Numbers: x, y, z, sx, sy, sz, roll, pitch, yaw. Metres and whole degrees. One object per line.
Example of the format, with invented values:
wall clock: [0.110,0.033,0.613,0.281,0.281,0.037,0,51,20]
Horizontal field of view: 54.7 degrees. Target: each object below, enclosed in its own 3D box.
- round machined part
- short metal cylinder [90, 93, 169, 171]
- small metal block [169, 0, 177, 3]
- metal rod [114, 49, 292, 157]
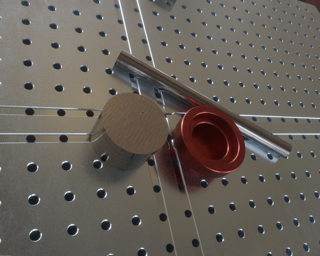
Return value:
round machined part: [0.063,0.022,0.420,0.099,0.042,0.098,14,56,-21]
short metal cylinder: [-0.037,0.005,0.371,0.081,0.050,0.080,14,56,-21]
small metal block: [0.016,-0.271,0.584,0.050,0.025,0.050,24,53,-14]
metal rod: [0.072,-0.032,0.468,0.301,0.025,0.025,28,52,-11]
